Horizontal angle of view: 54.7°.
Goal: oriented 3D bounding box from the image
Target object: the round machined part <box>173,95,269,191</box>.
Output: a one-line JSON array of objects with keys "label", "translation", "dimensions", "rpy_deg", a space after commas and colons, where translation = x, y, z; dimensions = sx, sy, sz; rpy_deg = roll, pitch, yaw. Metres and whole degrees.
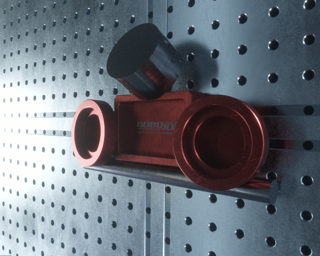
[{"label": "round machined part", "translation": [0.067, 0.015, 0.332], "dimensions": [0.098, 0.042, 0.097], "rpy_deg": [-1, 88, 32]}]

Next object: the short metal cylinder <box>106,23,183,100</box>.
[{"label": "short metal cylinder", "translation": [-0.019, -0.082, 0.385], "dimensions": [0.080, 0.050, 0.080], "rpy_deg": [-20, 52, 29]}]

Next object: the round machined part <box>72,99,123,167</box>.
[{"label": "round machined part", "translation": [-0.090, 0.008, 0.461], "dimensions": [0.098, 0.042, 0.097], "rpy_deg": [-4, 84, 48]}]

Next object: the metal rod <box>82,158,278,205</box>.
[{"label": "metal rod", "translation": [-0.002, 0.059, 0.405], "dimensions": [0.300, 0.025, 0.025], "rpy_deg": [3, 92, 39]}]

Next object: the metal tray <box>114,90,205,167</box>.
[{"label": "metal tray", "translation": [-0.005, 0.000, 0.404], "dimensions": [0.130, 0.030, 0.089], "rpy_deg": [1, 91, 39]}]
